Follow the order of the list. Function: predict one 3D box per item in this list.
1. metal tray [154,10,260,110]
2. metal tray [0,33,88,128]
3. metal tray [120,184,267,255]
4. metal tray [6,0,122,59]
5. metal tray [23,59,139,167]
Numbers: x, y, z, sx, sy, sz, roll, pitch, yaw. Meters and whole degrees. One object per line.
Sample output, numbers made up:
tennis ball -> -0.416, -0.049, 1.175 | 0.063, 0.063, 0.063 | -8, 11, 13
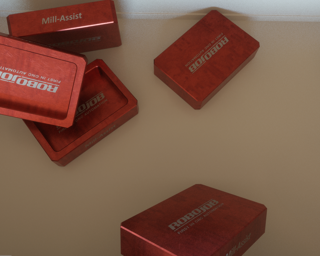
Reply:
metal tray -> 0.066, -0.100, 0.444 | 0.090, 0.030, 0.130 | 43, 75, 13
metal tray -> -0.161, -0.058, 0.369 | 0.131, 0.030, 0.089 | 13, 105, -14
metal tray -> 0.037, 0.100, 0.308 | 0.090, 0.131, 0.030 | 12, 107, 40
metal tray -> -0.121, -0.129, 0.418 | 0.131, 0.090, 0.030 | -11, 87, -4
metal tray -> -0.106, -0.023, 0.413 | 0.131, 0.030, 0.090 | -37, 74, -13
